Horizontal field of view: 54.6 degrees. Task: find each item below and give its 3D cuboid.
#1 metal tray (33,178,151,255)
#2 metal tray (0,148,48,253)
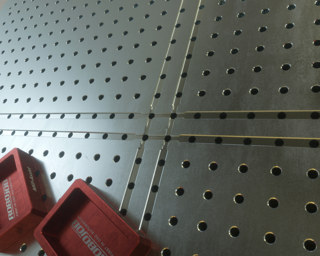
[{"bbox_3d":[-0.084,0.131,0.369,0.130,0.030,0.090,31,79,38],"label":"metal tray"},{"bbox_3d":[-0.226,0.103,0.462,0.090,0.030,0.130,-38,51,2],"label":"metal tray"}]
